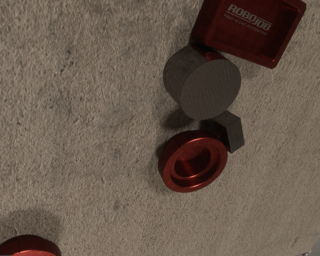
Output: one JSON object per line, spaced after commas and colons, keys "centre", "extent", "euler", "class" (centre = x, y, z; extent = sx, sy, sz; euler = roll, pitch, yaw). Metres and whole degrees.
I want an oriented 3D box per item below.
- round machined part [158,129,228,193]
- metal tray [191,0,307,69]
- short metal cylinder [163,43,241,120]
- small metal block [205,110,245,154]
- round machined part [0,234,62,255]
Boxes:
{"centre": [0.043, 0.042, 0.443], "extent": [0.099, 0.042, 0.097], "euler": [-11, 126, -16], "class": "round machined part"}
{"centre": [0.112, -0.133, 0.384], "extent": [0.131, 0.030, 0.089], "euler": [9, 114, -33], "class": "metal tray"}
{"centre": [0.051, -0.057, 0.380], "extent": [0.081, 0.050, 0.079], "euler": [-14, 129, -17], "class": "short metal cylinder"}
{"centre": [0.091, 0.001, 0.442], "extent": [0.025, 0.050, 0.050], "euler": [-33, 129, -15], "class": "small metal block"}
{"centre": [-0.182, 0.181, 0.409], "extent": [0.099, 0.042, 0.097], "euler": [-14, 125, -21], "class": "round machined part"}
